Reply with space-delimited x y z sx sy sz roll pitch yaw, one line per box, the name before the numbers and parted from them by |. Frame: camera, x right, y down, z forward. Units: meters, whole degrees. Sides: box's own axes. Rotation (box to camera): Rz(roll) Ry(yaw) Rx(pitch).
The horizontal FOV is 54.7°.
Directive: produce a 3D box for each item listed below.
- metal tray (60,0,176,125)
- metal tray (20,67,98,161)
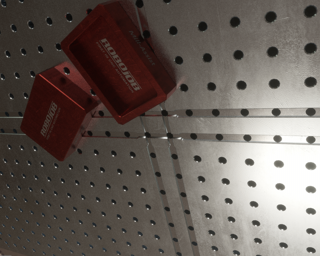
metal tray | -0.053 -0.077 0.386 0.090 0.030 0.130 -28 104 37
metal tray | -0.160 -0.017 0.479 0.090 0.030 0.129 38 129 2
